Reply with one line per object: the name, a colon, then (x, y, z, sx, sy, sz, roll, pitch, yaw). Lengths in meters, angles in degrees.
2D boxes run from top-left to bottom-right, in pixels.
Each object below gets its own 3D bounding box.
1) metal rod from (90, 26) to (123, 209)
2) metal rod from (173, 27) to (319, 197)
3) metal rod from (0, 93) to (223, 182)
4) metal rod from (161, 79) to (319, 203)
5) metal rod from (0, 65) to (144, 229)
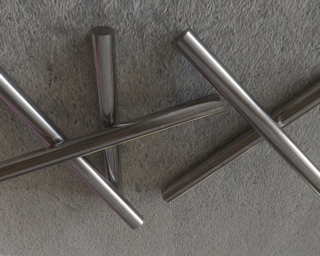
metal rod: (-0.066, 0.013, 0.417, 0.025, 0.025, 0.298, 2, 130, -2)
metal rod: (0.128, -0.003, 0.376, 0.300, 0.025, 0.025, 42, 119, -20)
metal rod: (-0.071, 0.014, 0.381, 0.301, 0.025, 0.025, -18, 129, 0)
metal rod: (0.111, 0.025, 0.428, 0.025, 0.025, 0.299, 34, 122, -26)
metal rod: (-0.115, 0.041, 0.419, 0.025, 0.025, 0.300, -26, 119, 20)
